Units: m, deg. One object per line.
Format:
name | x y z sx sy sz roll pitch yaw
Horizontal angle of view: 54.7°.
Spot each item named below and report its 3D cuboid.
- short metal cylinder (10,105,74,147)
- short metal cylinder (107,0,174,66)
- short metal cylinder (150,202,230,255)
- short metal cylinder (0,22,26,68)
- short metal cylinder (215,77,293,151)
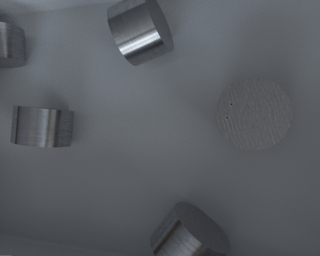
short metal cylinder | -0.165 -0.003 0.438 0.080 0.080 0.050 7 93 19
short metal cylinder | -0.023 -0.125 0.388 0.050 0.080 0.080 -20 84 19
short metal cylinder | 0.036 0.135 0.368 0.080 0.080 0.050 39 102 15
short metal cylinder | -0.247 -0.123 0.466 0.080 0.080 0.050 -3 89 19
short metal cylinder | 0.109 -0.015 0.359 0.080 0.050 0.079 0 90 19
